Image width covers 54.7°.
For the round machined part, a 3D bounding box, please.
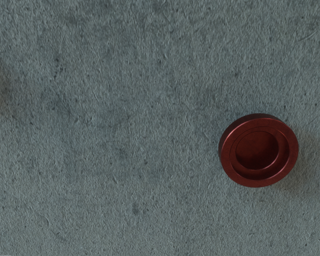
[{"bbox_3d":[0.126,0.026,0.411,0.099,0.042,0.097,0,110,0],"label":"round machined part"}]
